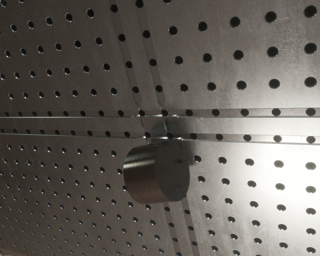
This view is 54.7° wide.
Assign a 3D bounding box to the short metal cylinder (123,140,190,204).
[{"bbox_3d":[-0.003,0.059,0.413,0.050,0.080,0.080,-15,111,34],"label":"short metal cylinder"}]
